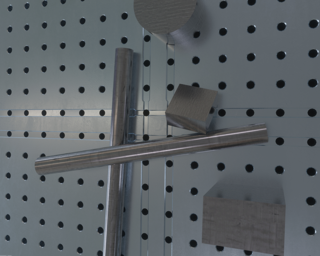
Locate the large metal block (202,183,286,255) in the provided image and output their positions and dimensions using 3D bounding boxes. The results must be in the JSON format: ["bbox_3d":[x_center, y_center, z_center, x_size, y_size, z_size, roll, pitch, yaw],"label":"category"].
[{"bbox_3d":[0.096,0.097,0.349,0.080,0.080,0.050,2,91,20],"label":"large metal block"}]

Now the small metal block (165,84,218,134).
[{"bbox_3d":[0.040,-0.025,0.385,0.050,0.025,0.050,14,56,19],"label":"small metal block"}]

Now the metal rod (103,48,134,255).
[{"bbox_3d":[-0.059,0.040,0.433,0.025,0.025,0.298,4,91,20],"label":"metal rod"}]

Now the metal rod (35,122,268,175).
[{"bbox_3d":[-0.020,0.029,0.398,0.301,0.025,0.025,-9,87,11],"label":"metal rod"}]

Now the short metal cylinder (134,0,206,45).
[{"bbox_3d":[0.014,-0.153,0.394,0.080,0.050,0.079,0,90,20],"label":"short metal cylinder"}]
